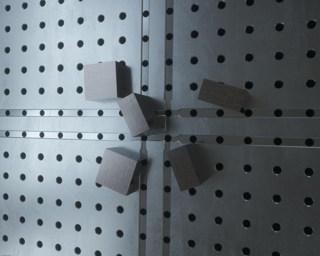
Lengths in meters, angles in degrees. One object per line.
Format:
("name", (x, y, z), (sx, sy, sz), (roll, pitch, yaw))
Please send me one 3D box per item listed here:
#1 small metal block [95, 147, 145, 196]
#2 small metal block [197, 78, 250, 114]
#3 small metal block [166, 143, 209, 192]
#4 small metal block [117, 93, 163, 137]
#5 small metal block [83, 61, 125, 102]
("small metal block", (-0.056, 0.059, 0.431), (0.050, 0.025, 0.050), (20, 97, 18))
("small metal block", (0.078, -0.037, 0.372), (0.050, 0.050, 0.025), (19, 97, 18))
("small metal block", (0.035, 0.047, 0.386), (0.025, 0.050, 0.050), (-23, 83, 18))
("small metal block", (-0.025, -0.016, 0.407), (0.025, 0.050, 0.050), (-27, 82, 18))
("small metal block", (-0.079, -0.065, 0.439), (0.050, 0.025, 0.050), (-3, 89, 19))
